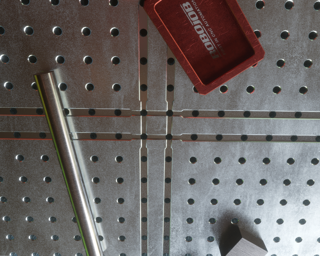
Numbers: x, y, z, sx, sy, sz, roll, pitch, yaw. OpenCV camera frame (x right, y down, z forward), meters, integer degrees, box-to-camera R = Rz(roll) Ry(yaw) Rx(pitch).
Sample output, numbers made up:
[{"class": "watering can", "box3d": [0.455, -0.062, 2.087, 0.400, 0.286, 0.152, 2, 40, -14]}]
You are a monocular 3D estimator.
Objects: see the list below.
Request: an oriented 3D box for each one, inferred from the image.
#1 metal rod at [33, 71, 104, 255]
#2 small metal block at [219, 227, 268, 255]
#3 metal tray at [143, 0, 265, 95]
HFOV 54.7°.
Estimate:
[{"class": "metal rod", "box3d": [-0.123, 0.069, 0.437, 0.025, 0.025, 0.298, -8, 110, 3]}, {"class": "small metal block", "box3d": [0.130, 0.191, 0.485, 0.050, 0.025, 0.050, 32, 107, -11]}, {"class": "metal tray", "box3d": [0.052, -0.116, 0.368, 0.090, 0.030, 0.130, -33, 107, 11]}]
